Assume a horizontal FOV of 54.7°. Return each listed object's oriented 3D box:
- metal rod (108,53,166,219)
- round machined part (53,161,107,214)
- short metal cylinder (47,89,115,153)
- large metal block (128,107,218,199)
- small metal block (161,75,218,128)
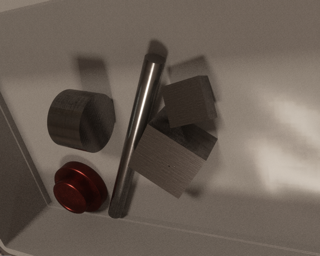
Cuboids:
[{"bbox_3d":[-0.042,0.033,0.449,0.025,0.025,0.298,26,128,11],"label":"metal rod"},{"bbox_3d":[-0.145,0.110,0.540,0.098,0.042,0.097,13,124,20],"label":"round machined part"},{"bbox_3d":[-0.104,-0.010,0.420,0.050,0.080,0.079,10,123,22],"label":"short metal cylinder"},{"bbox_3d":[0.015,0.032,0.403,0.080,0.050,0.079,32,129,6],"label":"large metal block"},{"bbox_3d":[0.034,-0.030,0.361,0.050,0.025,0.050,-13,91,32],"label":"small metal block"}]
